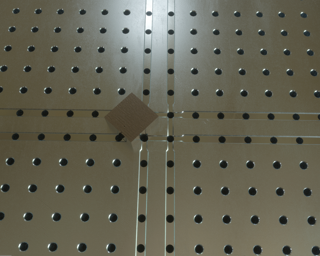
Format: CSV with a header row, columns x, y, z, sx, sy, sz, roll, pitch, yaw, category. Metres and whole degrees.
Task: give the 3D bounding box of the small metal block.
x,y,z,sx,sy,sz,roll,pitch,yaw,category
-0.037,-0.011,0.416,0.050,0.025,0.050,42,75,14,small metal block
